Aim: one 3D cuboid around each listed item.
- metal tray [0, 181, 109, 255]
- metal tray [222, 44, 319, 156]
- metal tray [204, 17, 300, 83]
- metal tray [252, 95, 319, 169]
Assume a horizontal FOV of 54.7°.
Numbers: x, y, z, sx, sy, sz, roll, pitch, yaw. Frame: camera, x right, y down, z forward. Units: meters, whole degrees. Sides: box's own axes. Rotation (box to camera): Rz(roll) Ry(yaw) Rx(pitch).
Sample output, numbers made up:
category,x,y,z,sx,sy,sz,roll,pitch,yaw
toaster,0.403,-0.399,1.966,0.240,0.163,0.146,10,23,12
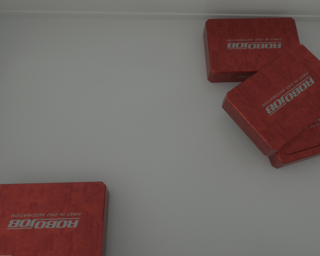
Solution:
category,x,y,z,sx,sy,sz,roll,pitch,yaw
metal tray,-0.128,0.110,0.356,0.131,0.030,0.090,-1,58,-1
metal tray,0.157,-0.037,0.390,0.131,0.030,0.090,-35,74,-12
metal tray,0.133,-0.114,0.450,0.131,0.030,0.090,-2,70,-1
metal tray,0.198,-0.008,0.412,0.131,0.030,0.090,-16,71,-6
